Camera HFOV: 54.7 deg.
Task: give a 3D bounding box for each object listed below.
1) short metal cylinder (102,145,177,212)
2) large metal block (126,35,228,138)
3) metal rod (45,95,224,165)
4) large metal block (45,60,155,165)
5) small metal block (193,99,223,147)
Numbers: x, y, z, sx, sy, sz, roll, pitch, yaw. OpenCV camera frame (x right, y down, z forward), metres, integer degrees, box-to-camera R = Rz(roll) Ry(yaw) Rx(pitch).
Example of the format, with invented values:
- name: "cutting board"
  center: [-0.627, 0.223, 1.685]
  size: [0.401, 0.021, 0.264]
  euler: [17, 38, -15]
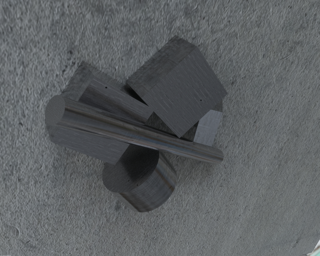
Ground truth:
- name: "short metal cylinder"
  center: [-0.025, 0.059, 0.395]
  size: [0.080, 0.080, 0.050]
  euler: [-38, 130, -3]
- name: "large metal block"
  center: [0.021, -0.048, 0.371]
  size: [0.080, 0.050, 0.080]
  euler: [-43, 130, 1]
- name: "metal rod"
  center: [0.002, 0.015, 0.366]
  size: [0.301, 0.025, 0.025]
  euler: [19, 109, -53]
- name: "large metal block"
  center: [-0.068, -0.015, 0.346]
  size: [0.080, 0.050, 0.080]
  euler: [28, 103, -38]
- name: "small metal block"
  center: [0.065, -0.011, 0.418]
  size: [0.025, 0.050, 0.050]
  euler: [15, 116, 4]
